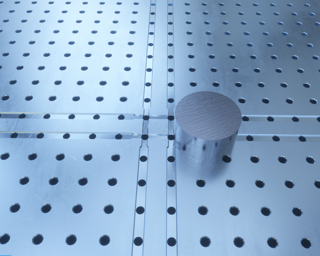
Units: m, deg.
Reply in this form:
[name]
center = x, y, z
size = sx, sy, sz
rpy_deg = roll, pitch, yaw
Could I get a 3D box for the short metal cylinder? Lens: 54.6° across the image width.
[short metal cylinder]
center = 0.058, -0.001, 0.393
size = 0.080, 0.050, 0.080
rpy_deg = 0, 50, 0
